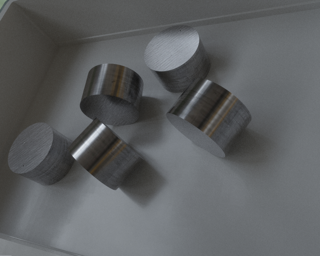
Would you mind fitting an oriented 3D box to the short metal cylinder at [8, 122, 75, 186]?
[{"bbox_3d":[-0.173,0.039,0.457,0.080,0.050,0.080,-13,56,21],"label":"short metal cylinder"}]

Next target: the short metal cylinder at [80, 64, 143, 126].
[{"bbox_3d":[-0.066,-0.044,0.432,0.080,0.080,0.050,-8,59,24],"label":"short metal cylinder"}]

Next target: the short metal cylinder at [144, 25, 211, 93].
[{"bbox_3d":[0.025,-0.097,0.436,0.080,0.050,0.080,-13,56,21],"label":"short metal cylinder"}]

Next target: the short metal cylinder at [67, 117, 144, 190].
[{"bbox_3d":[-0.067,0.032,0.386,0.050,0.080,0.080,-48,51,-5],"label":"short metal cylinder"}]

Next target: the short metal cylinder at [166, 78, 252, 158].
[{"bbox_3d":[0.054,-0.011,0.349,0.080,0.080,0.050,31,79,38],"label":"short metal cylinder"}]
